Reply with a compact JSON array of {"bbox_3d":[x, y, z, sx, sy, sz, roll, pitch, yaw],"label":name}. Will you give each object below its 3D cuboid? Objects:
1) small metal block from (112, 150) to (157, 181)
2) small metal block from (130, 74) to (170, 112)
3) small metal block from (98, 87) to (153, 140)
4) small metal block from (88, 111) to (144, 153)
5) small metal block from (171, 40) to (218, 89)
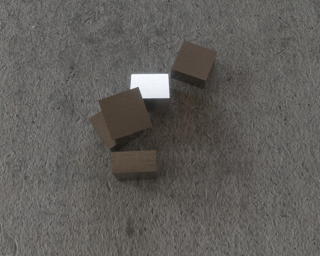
[{"bbox_3d":[-0.029,0.047,0.377,0.050,0.050,0.025,-3,70,-1],"label":"small metal block"},{"bbox_3d":[-0.013,-0.047,0.416,0.050,0.025,0.050,-1,47,-1],"label":"small metal block"},{"bbox_3d":[-0.041,-0.017,0.377,0.050,0.025,0.050,-19,92,-1],"label":"small metal block"},{"bbox_3d":[-0.057,-0.002,0.409,0.050,0.025,0.050,-35,74,-12],"label":"small metal block"},{"bbox_3d":[0.048,-0.090,0.441,0.050,0.025,0.050,21,71,7],"label":"small metal block"}]
